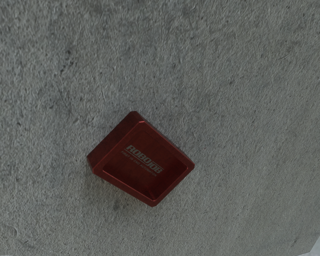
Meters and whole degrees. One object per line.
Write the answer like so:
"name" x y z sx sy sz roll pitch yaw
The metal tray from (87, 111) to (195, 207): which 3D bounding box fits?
"metal tray" -0.022 0.047 0.424 0.090 0.030 0.130 -46 130 3
